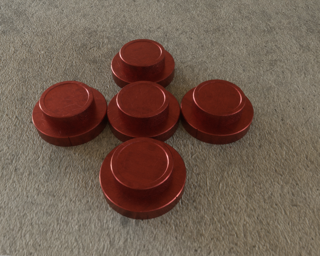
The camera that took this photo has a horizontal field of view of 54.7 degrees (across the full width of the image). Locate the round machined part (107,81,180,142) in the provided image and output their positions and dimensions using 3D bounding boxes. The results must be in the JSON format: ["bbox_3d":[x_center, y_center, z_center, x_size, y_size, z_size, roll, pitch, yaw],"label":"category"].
[{"bbox_3d":[-0.022,-0.026,0.415,0.099,0.042,0.098,0,50,0],"label":"round machined part"}]

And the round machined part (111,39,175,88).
[{"bbox_3d":[-0.026,-0.101,0.478,0.099,0.042,0.098,0,50,0],"label":"round machined part"}]

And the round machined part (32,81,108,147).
[{"bbox_3d":[-0.120,-0.026,0.414,0.099,0.042,0.098,0,50,0],"label":"round machined part"}]

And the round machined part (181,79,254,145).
[{"bbox_3d":[0.077,-0.028,0.419,0.099,0.042,0.098,0,50,0],"label":"round machined part"}]

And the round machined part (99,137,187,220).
[{"bbox_3d":[-0.019,0.049,0.352,0.099,0.042,0.098,0,50,0],"label":"round machined part"}]
